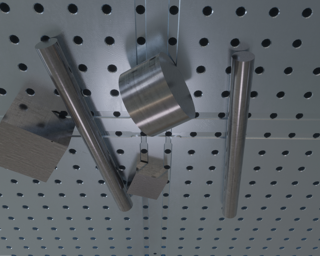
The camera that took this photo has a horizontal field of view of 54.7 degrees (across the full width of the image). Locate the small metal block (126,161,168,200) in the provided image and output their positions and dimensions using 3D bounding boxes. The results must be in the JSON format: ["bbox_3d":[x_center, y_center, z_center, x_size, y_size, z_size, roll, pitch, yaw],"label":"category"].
[{"bbox_3d":[-0.020,0.082,0.482,0.050,0.025,0.050,16,128,-13],"label":"small metal block"}]

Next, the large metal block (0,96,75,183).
[{"bbox_3d":[-0.169,0.017,0.408,0.080,0.050,0.080,26,125,-21],"label":"large metal block"}]

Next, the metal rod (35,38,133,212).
[{"bbox_3d":[-0.090,0.020,0.427,0.025,0.025,0.299,-10,130,8],"label":"metal rod"}]

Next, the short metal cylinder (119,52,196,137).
[{"bbox_3d":[-0.002,-0.037,0.344,0.050,0.080,0.080,-25,126,19],"label":"short metal cylinder"}]

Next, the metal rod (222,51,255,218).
[{"bbox_3d":[0.107,0.033,0.440,0.025,0.025,0.298,-4,130,3],"label":"metal rod"}]
